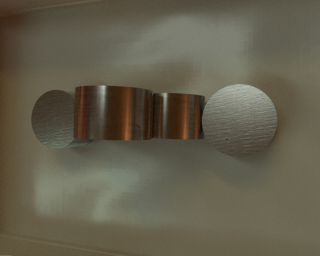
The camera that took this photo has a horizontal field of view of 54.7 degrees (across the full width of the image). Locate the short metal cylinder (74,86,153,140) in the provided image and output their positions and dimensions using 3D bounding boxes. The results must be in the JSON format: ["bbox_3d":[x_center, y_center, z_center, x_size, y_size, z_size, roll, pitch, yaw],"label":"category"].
[{"bbox_3d":[-0.048,-0.014,0.323,0.080,0.080,0.050,2,91,20],"label":"short metal cylinder"}]

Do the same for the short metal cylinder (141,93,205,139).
[{"bbox_3d":[0.014,-0.013,0.374,0.080,0.080,0.050,2,91,20],"label":"short metal cylinder"}]

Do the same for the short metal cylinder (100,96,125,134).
[{"bbox_3d":[-0.062,-0.016,0.401,0.080,0.080,0.050,2,91,20],"label":"short metal cylinder"}]

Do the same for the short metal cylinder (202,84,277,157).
[{"bbox_3d":[0.094,-0.008,0.362,0.080,0.050,0.080,0,90,20],"label":"short metal cylinder"}]

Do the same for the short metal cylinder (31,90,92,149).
[{"bbox_3d":[-0.133,-0.012,0.442,0.080,0.050,0.080,0,90,20],"label":"short metal cylinder"}]
